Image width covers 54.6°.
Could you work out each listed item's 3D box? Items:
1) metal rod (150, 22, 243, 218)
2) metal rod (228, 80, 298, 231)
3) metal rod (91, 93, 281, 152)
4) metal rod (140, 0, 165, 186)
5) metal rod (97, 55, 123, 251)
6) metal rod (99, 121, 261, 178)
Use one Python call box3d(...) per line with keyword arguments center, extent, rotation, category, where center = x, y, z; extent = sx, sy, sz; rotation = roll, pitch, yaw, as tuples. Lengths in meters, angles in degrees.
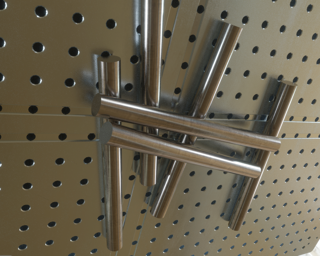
box3d(center=(0.043, 0.004, 0.436), extent=(0.025, 0.025, 0.298), rotation=(6, 115, -31), category="metal rod")
box3d(center=(0.172, 0.062, 0.542), extent=(0.025, 0.025, 0.298), rotation=(-3, 120, -27), category="metal rod")
box3d(center=(0.057, 0.001, 0.407), extent=(0.302, 0.025, 0.025), rotation=(11, 113, -33), category="metal rod")
box3d(center=(-0.011, -0.052, 0.372), extent=(0.025, 0.025, 0.298), rotation=(-11, 123, -22), category="metal rod")
box3d(center=(-0.063, 0.054, 0.409), extent=(0.025, 0.025, 0.298), rotation=(-11, 123, -23), category="metal rod")
box3d(center=(0.051, 0.039, 0.429), extent=(0.302, 0.025, 0.025), rotation=(17, 109, -41), category="metal rod")
